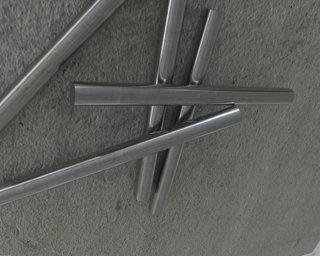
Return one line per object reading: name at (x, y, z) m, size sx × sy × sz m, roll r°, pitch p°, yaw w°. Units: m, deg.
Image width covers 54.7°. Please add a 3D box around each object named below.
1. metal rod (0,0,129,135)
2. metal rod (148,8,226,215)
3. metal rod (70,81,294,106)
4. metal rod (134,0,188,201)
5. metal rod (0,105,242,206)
metal rod at (-0.091, -0.082, 0.305) m, size 0.300 × 0.025 × 0.025 m, roll -45°, pitch 129°, yaw 3°
metal rod at (0.029, -0.005, 0.419) m, size 0.025 × 0.025 × 0.298 m, roll 0°, pitch 118°, yaw -29°
metal rod at (0.048, -0.039, 0.374) m, size 0.303 × 0.025 × 0.025 m, roll -2°, pitch 120°, yaw -28°
metal rod at (-0.002, -0.032, 0.385) m, size 0.025 × 0.025 × 0.298 m, roll -4°, pitch 120°, yaw -26°
metal rod at (-0.043, 0.030, 0.376) m, size 0.302 × 0.025 × 0.025 m, roll -18°, pitch 126°, yaw -8°
